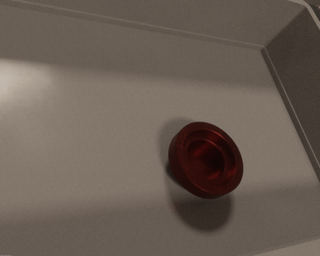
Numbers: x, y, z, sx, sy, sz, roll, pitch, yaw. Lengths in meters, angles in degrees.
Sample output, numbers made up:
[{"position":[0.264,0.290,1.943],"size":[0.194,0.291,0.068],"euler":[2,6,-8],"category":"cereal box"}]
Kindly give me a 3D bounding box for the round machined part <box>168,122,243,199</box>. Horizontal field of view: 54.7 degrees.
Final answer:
[{"position":[0.054,0.044,0.399],"size":[0.099,0.042,0.098],"euler":[14,56,-21],"category":"round machined part"}]
